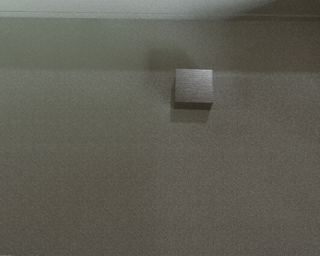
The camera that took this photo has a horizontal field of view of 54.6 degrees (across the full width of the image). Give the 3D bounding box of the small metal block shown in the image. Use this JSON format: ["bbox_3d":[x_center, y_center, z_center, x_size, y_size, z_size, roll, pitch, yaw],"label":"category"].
[{"bbox_3d":[0.046,-0.053,0.429,0.050,0.025,0.050,2,70,1],"label":"small metal block"}]
